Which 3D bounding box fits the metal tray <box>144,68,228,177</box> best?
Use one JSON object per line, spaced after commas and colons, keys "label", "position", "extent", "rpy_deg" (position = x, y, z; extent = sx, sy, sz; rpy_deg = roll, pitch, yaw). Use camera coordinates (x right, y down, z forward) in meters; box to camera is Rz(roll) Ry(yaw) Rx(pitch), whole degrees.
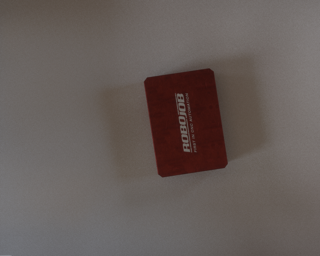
{"label": "metal tray", "position": [0.033, -0.007, 0.409], "extent": [0.091, 0.030, 0.129], "rpy_deg": [-9, 90, -1]}
